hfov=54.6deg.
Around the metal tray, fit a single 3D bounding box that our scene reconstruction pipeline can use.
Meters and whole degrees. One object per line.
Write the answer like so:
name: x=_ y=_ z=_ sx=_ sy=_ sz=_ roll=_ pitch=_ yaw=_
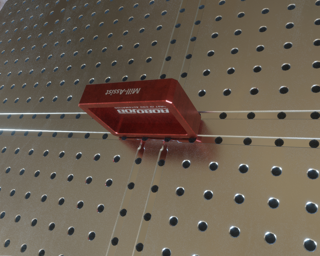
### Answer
metal tray: x=-0.024 y=-0.021 z=0.393 sx=0.130 sy=0.090 sz=0.030 roll=0 pitch=62 yaw=28
